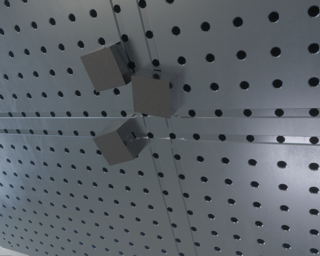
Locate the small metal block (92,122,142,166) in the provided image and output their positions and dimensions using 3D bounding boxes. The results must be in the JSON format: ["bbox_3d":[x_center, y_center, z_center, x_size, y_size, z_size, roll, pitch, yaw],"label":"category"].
[{"bbox_3d":[-0.063,0.025,0.461,0.050,0.025,0.050,-18,109,35],"label":"small metal block"}]

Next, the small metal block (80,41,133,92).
[{"bbox_3d":[-0.067,-0.078,0.399,0.050,0.025,0.050,-9,114,32],"label":"small metal block"}]

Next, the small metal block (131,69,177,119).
[{"bbox_3d":[-0.006,-0.043,0.388,0.050,0.025,0.050,12,124,21],"label":"small metal block"}]
